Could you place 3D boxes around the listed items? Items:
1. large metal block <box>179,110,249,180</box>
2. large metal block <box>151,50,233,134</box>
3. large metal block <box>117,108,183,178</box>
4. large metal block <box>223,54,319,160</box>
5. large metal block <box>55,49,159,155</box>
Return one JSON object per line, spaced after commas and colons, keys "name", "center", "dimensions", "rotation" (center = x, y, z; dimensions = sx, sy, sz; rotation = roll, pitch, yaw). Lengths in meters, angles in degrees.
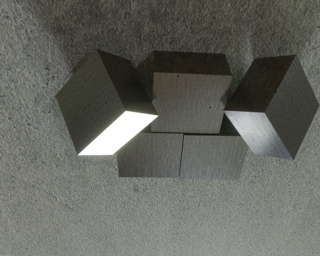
{"name": "large metal block", "center": [0.067, 0.023, 0.411], "dimensions": [0.081, 0.050, 0.079], "rotation": [1, 130, -2]}
{"name": "large metal block", "center": [0.032, -0.041, 0.358], "dimensions": [0.081, 0.050, 0.079], "rotation": [2, 130, -2]}
{"name": "large metal block", "center": [-0.014, 0.020, 0.408], "dimensions": [0.081, 0.050, 0.079], "rotation": [1, 130, -2]}
{"name": "large metal block", "center": [0.127, -0.023, 0.347], "dimensions": [0.050, 0.080, 0.080], "rotation": [8, 147, 51]}
{"name": "large metal block", "center": [-0.061, -0.025, 0.341], "dimensions": [0.080, 0.080, 0.050], "rotation": [-39, 155, 28]}
